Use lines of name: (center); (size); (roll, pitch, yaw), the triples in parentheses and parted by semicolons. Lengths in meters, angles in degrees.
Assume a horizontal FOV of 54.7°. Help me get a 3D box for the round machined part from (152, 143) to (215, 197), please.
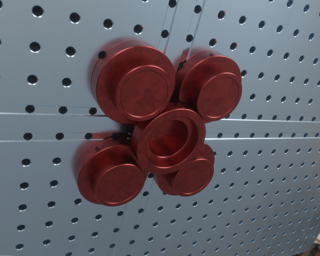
round machined part: (0.041, 0.063, 0.463); (0.099, 0.042, 0.097); (-14, 125, -21)

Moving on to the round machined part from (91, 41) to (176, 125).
round machined part: (-0.025, -0.046, 0.358); (0.099, 0.042, 0.097); (-14, 125, -21)

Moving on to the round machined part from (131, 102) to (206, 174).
round machined part: (0.008, 0.009, 0.410); (0.099, 0.042, 0.097); (-14, 125, -21)

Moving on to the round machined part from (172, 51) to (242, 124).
round machined part: (0.068, -0.048, 0.409); (0.099, 0.042, 0.097); (-14, 125, -21)

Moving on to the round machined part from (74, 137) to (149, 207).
round machined part: (-0.059, 0.065, 0.410); (0.099, 0.042, 0.097); (-14, 125, -21)
